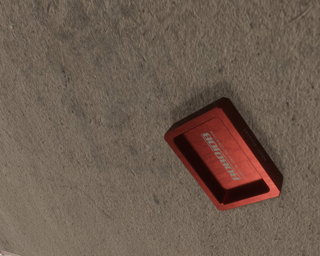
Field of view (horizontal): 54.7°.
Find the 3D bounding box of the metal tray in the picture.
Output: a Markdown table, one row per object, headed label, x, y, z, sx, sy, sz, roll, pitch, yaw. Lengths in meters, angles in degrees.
| label | x | y | z | sx | sy | sz | roll | pitch | yaw |
| --- | --- | --- | --- | --- | --- | --- | --- | --- | --- |
| metal tray | 0.078 | 0.037 | 0.384 | 0.090 | 0.030 | 0.130 | -29 | 103 | 37 |
